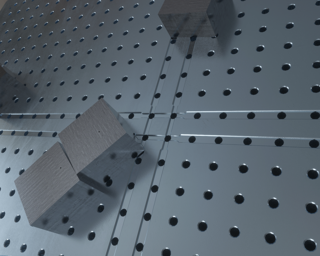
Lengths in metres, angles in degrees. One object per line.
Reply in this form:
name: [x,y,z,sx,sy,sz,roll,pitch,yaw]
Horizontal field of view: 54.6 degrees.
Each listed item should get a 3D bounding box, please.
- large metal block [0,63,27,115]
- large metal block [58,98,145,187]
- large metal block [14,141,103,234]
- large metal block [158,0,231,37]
large metal block: [-0.327,-0.082,0.616,0.080,0.050,0.080,-48,51,-6]
large metal block: [-0.081,0.019,0.424,0.080,0.050,0.080,-40,51,1]
large metal block: [-0.137,0.079,0.417,0.080,0.050,0.080,-43,51,-1]
large metal block: [0.055,-0.189,0.480,0.080,0.050,0.080,10,67,32]
